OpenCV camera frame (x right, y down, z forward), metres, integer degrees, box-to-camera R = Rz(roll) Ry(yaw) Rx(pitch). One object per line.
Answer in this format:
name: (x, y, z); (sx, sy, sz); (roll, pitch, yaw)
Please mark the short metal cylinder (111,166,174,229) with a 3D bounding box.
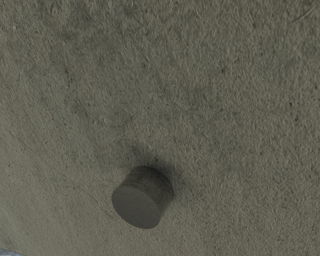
short metal cylinder: (-0.026, 0.105, 0.470); (0.080, 0.050, 0.080); (13, 124, 21)
